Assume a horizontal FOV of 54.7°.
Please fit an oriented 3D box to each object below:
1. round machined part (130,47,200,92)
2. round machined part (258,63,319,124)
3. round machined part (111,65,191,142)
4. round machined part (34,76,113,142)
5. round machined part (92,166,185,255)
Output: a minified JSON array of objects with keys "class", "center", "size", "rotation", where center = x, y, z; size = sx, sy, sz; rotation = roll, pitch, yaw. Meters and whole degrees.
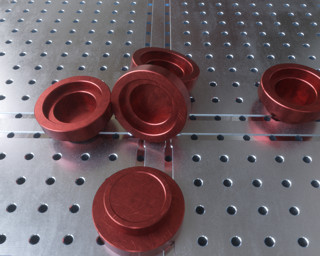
[{"class":"round machined part","center":[0.005,-0.076,0.449],"size":[0.099,0.042,0.098],"rotation":[10,37,-8]},{"class":"round machined part","center":[0.187,-0.044,0.436],"size":[0.099,0.042,0.098],"rotation":[0,50,0]},{"class":"round machined part","center":[-0.008,-0.034,0.392],"size":[0.098,0.097,0.042],"rotation":[15,34,12]},{"class":"round machined part","center":[-0.108,-0.021,0.409],"size":[0.099,0.042,0.098],"rotation":[-3,51,4]},{"class":"round machined part","center":[-0.023,0.081,0.328],"size":[0.099,0.042,0.098],"rotation":[0,50,0]}]
